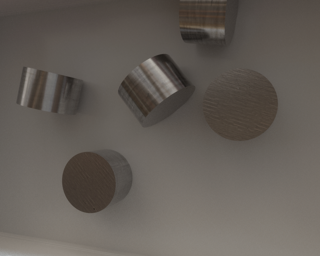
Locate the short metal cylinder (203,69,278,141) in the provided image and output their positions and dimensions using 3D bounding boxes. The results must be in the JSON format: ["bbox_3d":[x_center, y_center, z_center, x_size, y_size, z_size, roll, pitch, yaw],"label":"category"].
[{"bbox_3d":[0.095,-0.026,0.363,0.080,0.050,0.079,0,90,19],"label":"short metal cylinder"}]

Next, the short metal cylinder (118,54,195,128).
[{"bbox_3d":[-0.004,-0.045,0.382,0.080,0.080,0.050,-40,78,15],"label":"short metal cylinder"}]

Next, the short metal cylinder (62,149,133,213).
[{"bbox_3d":[-0.085,0.071,0.426,0.080,0.050,0.079,0,90,19],"label":"short metal cylinder"}]

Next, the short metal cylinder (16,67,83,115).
[{"bbox_3d":[-0.153,-0.052,0.434,0.080,0.080,0.050,14,95,19],"label":"short metal cylinder"}]

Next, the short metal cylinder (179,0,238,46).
[{"bbox_3d":[0.059,-0.138,0.360,0.050,0.080,0.079,10,93,19],"label":"short metal cylinder"}]
